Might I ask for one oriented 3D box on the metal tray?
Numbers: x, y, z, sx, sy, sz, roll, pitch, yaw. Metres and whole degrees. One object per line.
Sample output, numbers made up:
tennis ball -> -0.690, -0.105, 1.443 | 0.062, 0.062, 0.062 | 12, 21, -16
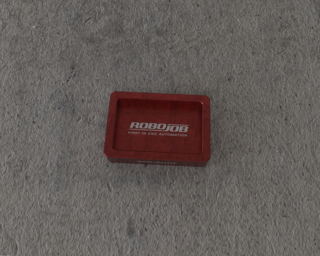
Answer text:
metal tray -> -0.002, 0.001, 0.405 | 0.131, 0.030, 0.090 | 3, 70, 1
